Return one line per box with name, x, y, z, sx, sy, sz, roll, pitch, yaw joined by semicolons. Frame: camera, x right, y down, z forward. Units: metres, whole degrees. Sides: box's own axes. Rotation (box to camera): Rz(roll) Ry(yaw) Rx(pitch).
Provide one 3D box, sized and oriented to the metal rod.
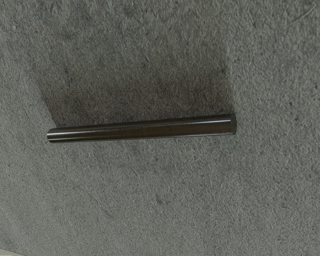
metal rod;-0.045;0.004;0.433;0.300;0.025;0.025;-4;117;30
